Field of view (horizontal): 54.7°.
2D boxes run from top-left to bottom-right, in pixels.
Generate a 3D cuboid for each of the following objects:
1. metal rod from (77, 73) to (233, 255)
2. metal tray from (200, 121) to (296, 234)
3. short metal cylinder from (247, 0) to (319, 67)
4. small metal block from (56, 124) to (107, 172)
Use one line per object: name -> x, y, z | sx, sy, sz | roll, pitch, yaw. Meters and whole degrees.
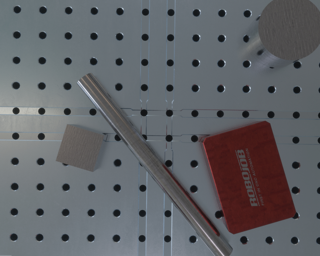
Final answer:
metal rod -> -0.007, 0.051, 0.413 | 0.025, 0.025, 0.300 | -39, 90, 0
metal tray -> 0.115, 0.064, 0.412 | 0.090, 0.030, 0.129 | -16, 90, 0
short metal cylinder -> 0.160, -0.123, 0.402 | 0.081, 0.050, 0.079 | 0, 90, 0
small metal block -> -0.103, 0.026, 0.413 | 0.050, 0.025, 0.050 | 17, 90, 0
